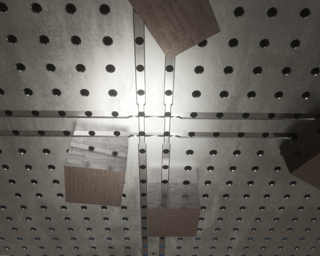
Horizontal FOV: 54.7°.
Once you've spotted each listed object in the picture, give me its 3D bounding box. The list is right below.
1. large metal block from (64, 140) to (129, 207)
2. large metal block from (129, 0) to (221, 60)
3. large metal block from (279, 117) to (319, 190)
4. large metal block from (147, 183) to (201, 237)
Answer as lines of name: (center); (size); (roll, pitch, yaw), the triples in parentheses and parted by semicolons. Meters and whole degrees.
large metal block: (-0.092, 0.067, 0.451); (0.081, 0.050, 0.079); (7, 130, -7)
large metal block: (0.007, -0.121, 0.272); (0.050, 0.080, 0.080); (-26, 126, 20)
large metal block: (0.232, 0.037, 0.431); (0.080, 0.050, 0.080); (27, 125, -22)
large metal block: (0.021, 0.136, 0.511); (0.081, 0.050, 0.079); (0, 130, -1)
